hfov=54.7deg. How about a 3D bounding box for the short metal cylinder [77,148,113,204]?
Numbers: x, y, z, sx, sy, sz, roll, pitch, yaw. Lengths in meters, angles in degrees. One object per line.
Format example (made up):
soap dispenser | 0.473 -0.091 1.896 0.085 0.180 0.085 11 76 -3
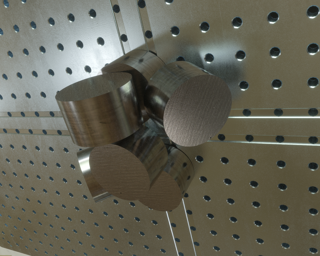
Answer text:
short metal cylinder | -0.082 0.062 0.450 0.050 0.080 0.080 -21 114 -11

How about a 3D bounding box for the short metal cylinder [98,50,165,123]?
short metal cylinder | -0.032 -0.050 0.381 0.080 0.050 0.079 13 125 20

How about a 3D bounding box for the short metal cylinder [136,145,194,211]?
short metal cylinder | 0.002 0.070 0.437 0.080 0.050 0.079 13 125 20

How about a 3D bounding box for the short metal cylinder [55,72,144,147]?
short metal cylinder | -0.062 -0.022 0.329 0.080 0.080 0.050 1 119 28

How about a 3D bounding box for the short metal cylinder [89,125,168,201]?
short metal cylinder | -0.037 0.040 0.374 0.080 0.050 0.079 13 124 21

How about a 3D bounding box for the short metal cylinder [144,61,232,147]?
short metal cylinder | 0.029 -0.027 0.335 0.050 0.081 0.079 -134 34 -53
